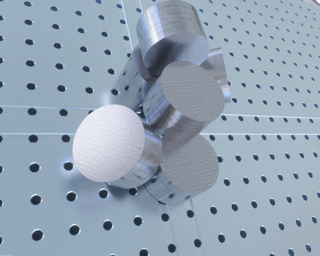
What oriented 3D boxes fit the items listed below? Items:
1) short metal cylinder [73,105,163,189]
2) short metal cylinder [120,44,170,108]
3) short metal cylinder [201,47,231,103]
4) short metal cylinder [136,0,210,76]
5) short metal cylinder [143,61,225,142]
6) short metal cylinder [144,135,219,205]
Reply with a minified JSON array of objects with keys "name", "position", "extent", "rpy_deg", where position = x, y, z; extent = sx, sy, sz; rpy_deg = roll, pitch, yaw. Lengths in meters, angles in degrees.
[{"name":"short metal cylinder","position":[-0.044,0.021,0.329],"extent":[0.050,0.080,0.080],"rpy_deg":[42,29,-63]},{"name":"short metal cylinder","position":[-0.010,-0.073,0.431],"extent":[0.081,0.050,0.080],"rpy_deg":[13,57,-21]},{"name":"short metal cylinder","position":[0.069,-0.071,0.444],"extent":[0.050,0.080,0.080],"rpy_deg":[-11,60,12]},{"name":"short metal cylinder","position":[0.015,-0.107,0.380],"extent":[0.081,0.080,0.050],"rpy_deg":[0,62,-28]},{"name":"short metal cylinder","position":[0.027,-0.030,0.360],"extent":[0.081,0.050,0.080],"rpy_deg":[14,56,-21]},{"name":"short metal cylinder","position":[0.023,0.047,0.375],"extent":[0.081,0.050,0.080],"rpy_deg":[14,57,-21]}]
